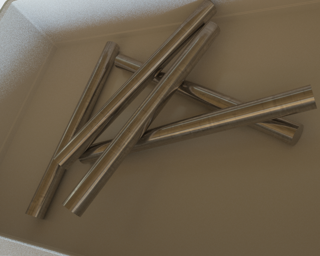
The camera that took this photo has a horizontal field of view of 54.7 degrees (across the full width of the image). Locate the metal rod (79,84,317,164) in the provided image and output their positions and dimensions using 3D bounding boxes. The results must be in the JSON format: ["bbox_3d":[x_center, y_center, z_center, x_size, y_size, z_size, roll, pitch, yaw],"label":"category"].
[{"bbox_3d":[0.022,0.004,0.371,0.300,0.025,0.025,-15,55,27],"label":"metal rod"}]

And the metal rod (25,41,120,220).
[{"bbox_3d":[-0.126,-0.011,0.478,0.025,0.025,0.300,5,64,30],"label":"metal rod"}]

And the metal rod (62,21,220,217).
[{"bbox_3d":[-0.012,-0.025,0.384,0.025,0.025,0.300,22,67,36],"label":"metal rod"}]

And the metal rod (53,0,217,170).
[{"bbox_3d":[-0.030,-0.063,0.426,0.300,0.025,0.025,-47,51,-6],"label":"metal rod"}]

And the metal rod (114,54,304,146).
[{"bbox_3d":[0.040,-0.051,0.415,0.300,0.025,0.025,29,78,37],"label":"metal rod"}]
